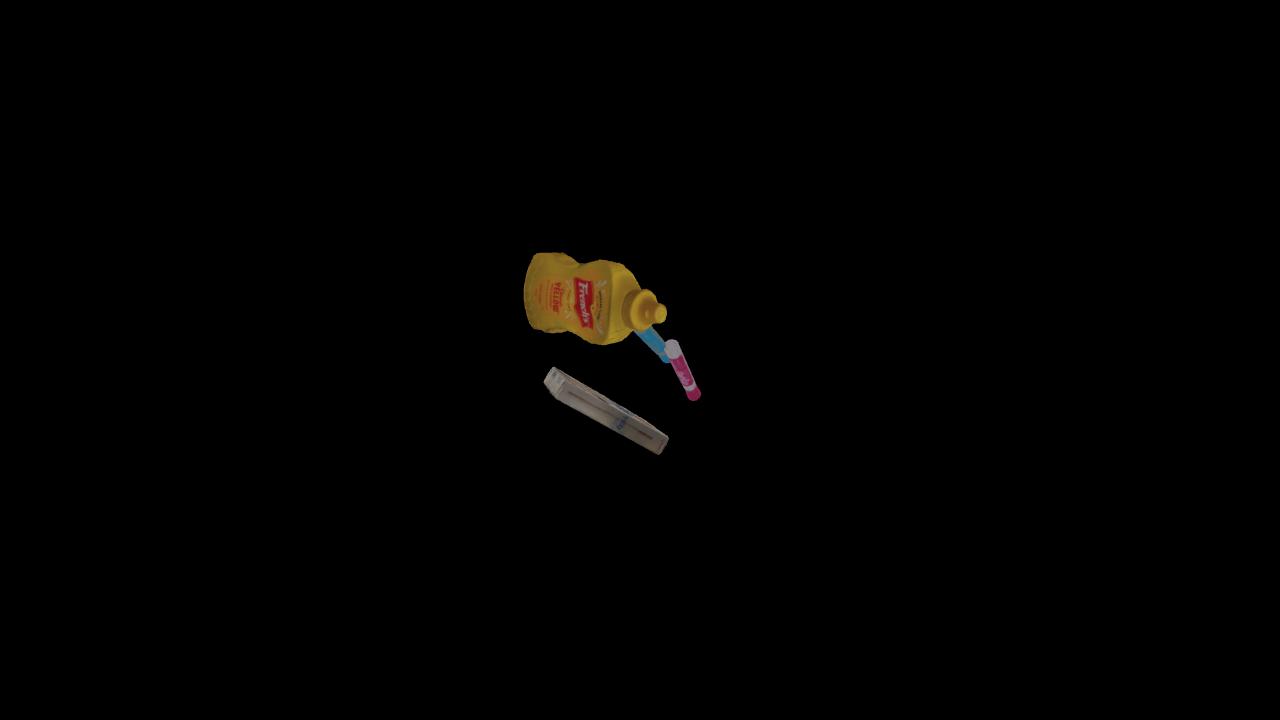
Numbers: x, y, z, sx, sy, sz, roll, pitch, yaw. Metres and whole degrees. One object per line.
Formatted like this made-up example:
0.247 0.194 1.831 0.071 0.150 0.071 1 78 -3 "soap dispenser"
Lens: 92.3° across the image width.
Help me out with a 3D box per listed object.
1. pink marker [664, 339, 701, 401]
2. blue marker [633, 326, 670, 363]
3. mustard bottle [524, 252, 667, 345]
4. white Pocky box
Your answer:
0.054 0.016 0.759 0.020 0.020 0.121 0 -33 21 "pink marker"
0.016 -0.022 0.701 0.020 0.020 0.121 0 -18 20 "blue marker"
-0.047 -0.063 0.658 0.184 0.092 0.054 15 10 38 "mustard bottle"
-0.043 0.063 0.759 0.154 0.028 0.084 32 -2 -22 "white Pocky box"
